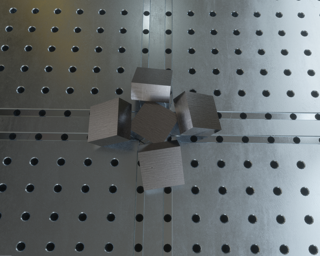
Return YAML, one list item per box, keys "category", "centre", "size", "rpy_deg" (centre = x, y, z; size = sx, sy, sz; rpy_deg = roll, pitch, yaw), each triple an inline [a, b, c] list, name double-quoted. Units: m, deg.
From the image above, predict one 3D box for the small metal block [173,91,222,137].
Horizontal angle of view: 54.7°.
- category: "small metal block"
  centre: [0.049, -0.018, 0.406]
  size: [0.050, 0.025, 0.050]
  rpy_deg: [5, 65, -36]

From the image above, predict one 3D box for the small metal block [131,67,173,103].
- category: "small metal block"
  centre: [-0.010, -0.059, 0.420]
  size: [0.050, 0.025, 0.050]
  rpy_deg: [6, 34, 2]

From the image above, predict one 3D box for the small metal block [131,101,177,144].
- category: "small metal block"
  centre: [-0.008, -0.004, 0.412]
  size: [0.050, 0.025, 0.050]
  rpy_deg: [30, 72, 10]

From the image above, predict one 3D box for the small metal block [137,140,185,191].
- category: "small metal block"
  centre: [0.001, 0.045, 0.382]
  size: [0.050, 0.025, 0.050]
  rpy_deg: [-8, 106, -4]

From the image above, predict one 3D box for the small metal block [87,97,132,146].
- category: "small metal block"
  centre: [-0.065, -0.007, 0.401]
  size: [0.050, 0.025, 0.050]
  rpy_deg: [-13, 66, 32]
